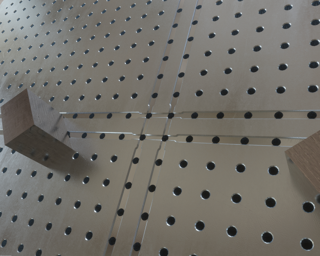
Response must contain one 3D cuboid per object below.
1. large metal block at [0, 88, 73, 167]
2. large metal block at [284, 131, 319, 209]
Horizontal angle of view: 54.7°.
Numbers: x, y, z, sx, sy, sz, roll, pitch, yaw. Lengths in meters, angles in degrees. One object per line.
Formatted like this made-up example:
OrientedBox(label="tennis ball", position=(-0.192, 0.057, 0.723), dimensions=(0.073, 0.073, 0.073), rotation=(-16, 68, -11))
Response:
OrientedBox(label="large metal block", position=(-0.186, 0.001, 0.468), dimensions=(0.050, 0.080, 0.080), rotation=(-34, 52, 6))
OrientedBox(label="large metal block", position=(0.174, 0.040, 0.277), dimensions=(0.080, 0.050, 0.080), rotation=(-33, 52, 6))
